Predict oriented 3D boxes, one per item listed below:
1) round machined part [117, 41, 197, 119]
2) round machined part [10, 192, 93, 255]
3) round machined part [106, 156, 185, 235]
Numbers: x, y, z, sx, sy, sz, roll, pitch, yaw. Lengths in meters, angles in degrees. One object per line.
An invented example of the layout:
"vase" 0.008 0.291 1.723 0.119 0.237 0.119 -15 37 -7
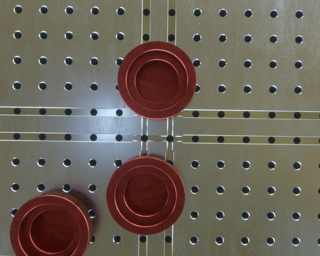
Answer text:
"round machined part" -0.004 -0.060 0.405 0.099 0.042 0.097 0 90 0
"round machined part" -0.137 0.132 0.404 0.099 0.042 0.097 0 90 0
"round machined part" -0.018 0.085 0.405 0.099 0.042 0.097 0 90 0
